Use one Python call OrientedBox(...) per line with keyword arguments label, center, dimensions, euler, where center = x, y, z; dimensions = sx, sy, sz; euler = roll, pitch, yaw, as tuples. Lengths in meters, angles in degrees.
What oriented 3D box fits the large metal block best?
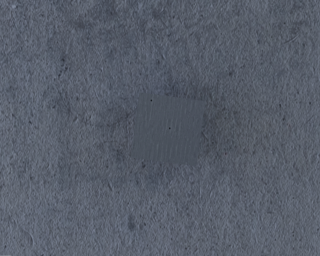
OrientedBox(label="large metal block", center=(0.010, 0.001, 0.399), dimensions=(0.081, 0.050, 0.080), euler=(8, 90, -1))
